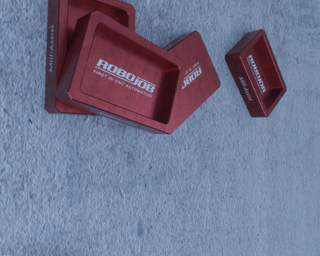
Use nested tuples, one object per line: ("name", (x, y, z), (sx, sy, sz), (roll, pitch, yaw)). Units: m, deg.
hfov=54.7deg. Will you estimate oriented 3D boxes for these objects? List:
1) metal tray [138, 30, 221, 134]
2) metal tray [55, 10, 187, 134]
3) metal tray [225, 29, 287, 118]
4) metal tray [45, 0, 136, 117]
("metal tray", (0.022, -0.063, 0.419), (0.131, 0.030, 0.090), (-43, 116, -32))
("metal tray", (-0.034, -0.052, 0.332), (0.131, 0.030, 0.090), (20, 77, -38))
("metal tray", (0.172, -0.094, 0.544), (0.090, 0.030, 0.130), (-46, 118, -30))
("metal tray", (-0.074, -0.078, 0.338), (0.091, 0.030, 0.129), (2, 89, -40))
